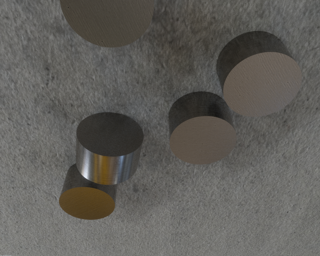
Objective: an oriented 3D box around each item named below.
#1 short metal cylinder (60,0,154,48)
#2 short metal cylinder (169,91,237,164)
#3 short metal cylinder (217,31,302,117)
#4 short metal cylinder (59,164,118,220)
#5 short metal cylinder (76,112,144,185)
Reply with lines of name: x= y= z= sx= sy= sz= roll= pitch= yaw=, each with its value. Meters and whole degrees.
short metal cylinder: x=-0.046 y=-0.122 z=0.286 sx=0.081 sy=0.050 sz=0.079 roll=0 pitch=130 yaw=0
short metal cylinder: x=0.052 y=0.001 z=0.392 sx=0.081 sy=0.050 sz=0.079 roll=0 pitch=130 yaw=0
short metal cylinder: x=0.106 y=-0.059 z=0.342 sx=0.081 sy=0.050 sz=0.079 roll=0 pitch=130 yaw=0
short metal cylinder: x=-0.106 y=0.095 z=0.470 sx=0.081 sy=0.050 sz=0.079 roll=0 pitch=130 yaw=0
short metal cylinder: x=-0.064 y=0.024 z=0.391 sx=0.081 sy=0.080 sz=0.050 roll=8 pitch=130 yaw=-7
